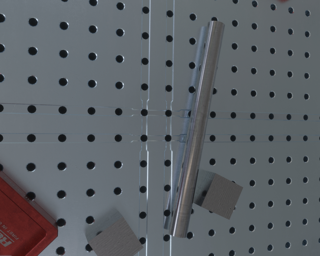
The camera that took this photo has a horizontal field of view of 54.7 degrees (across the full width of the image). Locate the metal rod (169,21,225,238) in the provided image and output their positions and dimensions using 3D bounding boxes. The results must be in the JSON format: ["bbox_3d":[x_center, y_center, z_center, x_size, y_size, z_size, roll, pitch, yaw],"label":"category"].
[{"bbox_3d":[0.052,-0.001,0.431,0.025,0.025,0.298,12,86,-20],"label":"metal rod"}]

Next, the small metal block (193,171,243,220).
[{"bbox_3d":[0.083,0.096,0.443,0.050,0.025,0.050,29,81,-18],"label":"small metal block"}]

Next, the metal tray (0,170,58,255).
[{"bbox_3d":[-0.190,0.102,0.339,0.090,0.030,0.130,-44,104,-15],"label":"metal tray"}]

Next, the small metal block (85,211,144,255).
[{"bbox_3d":[-0.057,0.143,0.392,0.050,0.025,0.050,-34,101,-17],"label":"small metal block"}]
